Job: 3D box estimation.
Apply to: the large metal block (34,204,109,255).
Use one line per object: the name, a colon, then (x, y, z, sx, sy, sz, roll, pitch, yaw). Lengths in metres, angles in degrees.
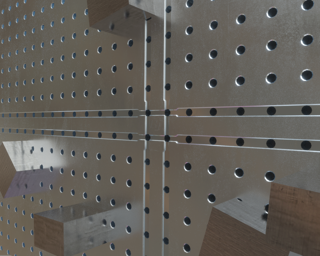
large metal block: (-0.139, 0.157, 0.485, 0.080, 0.081, 0.050, -1, 89, 39)

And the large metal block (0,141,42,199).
large metal block: (-0.295, 0.083, 0.632, 0.080, 0.050, 0.080, 50, 119, 28)

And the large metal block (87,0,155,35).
large metal block: (-0.059, -0.190, 0.439, 0.080, 0.050, 0.080, -12, 83, 39)

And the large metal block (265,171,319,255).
large metal block: (0.143, 0.072, 0.255, 0.080, 0.081, 0.050, 8, 95, 39)

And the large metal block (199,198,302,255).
large metal block: (0.090, 0.130, 0.317, 0.080, 0.050, 0.079, 22, 104, 37)
